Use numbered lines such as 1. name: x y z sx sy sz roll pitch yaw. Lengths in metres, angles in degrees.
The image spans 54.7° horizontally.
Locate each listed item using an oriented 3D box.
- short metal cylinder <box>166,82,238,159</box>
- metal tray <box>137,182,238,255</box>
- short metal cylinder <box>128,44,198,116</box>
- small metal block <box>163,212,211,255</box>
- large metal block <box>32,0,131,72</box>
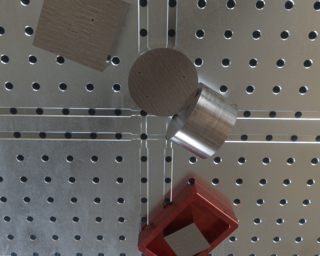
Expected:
1. short metal cylinder: 0.050 -0.009 0.381 0.050 0.080 0.080 30 107 -11
2. metal tray: 0.040 0.155 0.467 0.090 0.030 0.130 38 105 -13
3. short metal cylinder: 0.004 -0.060 0.378 0.081 0.050 0.079 0 110 0
4. small metal block: 0.040 0.161 0.459 0.050 0.025 0.050 -30 108 10
5. large metal block: -0.087 -0.120 0.355 0.080 0.050 0.079 21 109 -8
